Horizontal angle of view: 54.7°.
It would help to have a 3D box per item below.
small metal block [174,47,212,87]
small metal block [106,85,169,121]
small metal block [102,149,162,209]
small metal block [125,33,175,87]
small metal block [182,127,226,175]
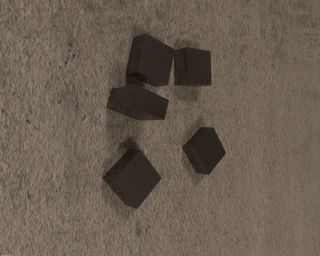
[{"bbox_3d":[0.048,-0.086,0.447,0.050,0.025,0.050,-4,93,-40],"label":"small metal block"},{"bbox_3d":[-0.027,-0.028,0.368,0.050,0.050,0.025,21,77,-39],"label":"small metal block"},{"bbox_3d":[-0.033,0.061,0.379,0.050,0.025,0.050,-49,119,-29],"label":"small metal block"},{"bbox_3d":[-0.012,-0.085,0.397,0.050,0.025,0.050,18,79,-39],"label":"small metal block"},{"bbox_3d":[0.067,0.034,0.464,0.050,0.025,0.050,-44,117,-31],"label":"small metal block"}]
